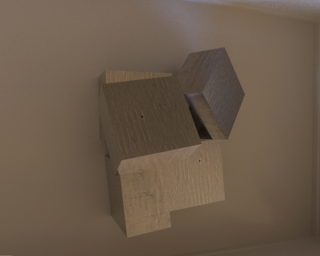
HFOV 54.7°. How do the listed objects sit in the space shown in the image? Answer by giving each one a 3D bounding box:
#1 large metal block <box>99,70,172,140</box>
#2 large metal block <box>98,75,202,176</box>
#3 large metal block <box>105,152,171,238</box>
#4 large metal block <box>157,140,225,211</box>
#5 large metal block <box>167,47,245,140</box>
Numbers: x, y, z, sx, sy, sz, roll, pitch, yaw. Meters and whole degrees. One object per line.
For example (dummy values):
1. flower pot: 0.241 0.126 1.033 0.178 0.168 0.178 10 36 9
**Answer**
1. large metal block: -0.031 -0.026 0.385 0.081 0.050 0.079 -1 91 -20
2. large metal block: -0.014 -0.003 0.322 0.081 0.050 0.080 -10 68 -20
3. large metal block: -0.029 0.073 0.370 0.050 0.080 0.079 -7 93 -20
4. large metal block: 0.034 0.057 0.407 0.081 0.050 0.079 -6 92 -20
5. large metal block: 0.061 -0.042 0.392 0.080 0.050 0.080 55 50 -36
